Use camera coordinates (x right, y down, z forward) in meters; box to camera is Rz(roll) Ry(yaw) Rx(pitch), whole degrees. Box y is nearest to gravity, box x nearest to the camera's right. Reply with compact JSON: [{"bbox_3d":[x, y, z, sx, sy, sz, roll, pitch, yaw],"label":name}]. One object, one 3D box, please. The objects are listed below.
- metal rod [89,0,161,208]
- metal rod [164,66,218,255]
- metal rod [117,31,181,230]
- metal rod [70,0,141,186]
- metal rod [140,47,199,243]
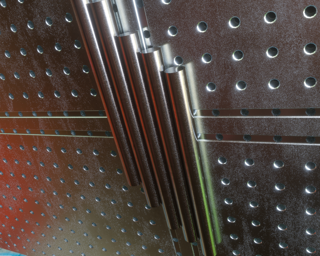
[{"bbox_3d":[-0.038,-0.015,0.419,0.025,0.025,0.298,1,119,27],"label":"metal rod"},{"bbox_3d":[0.048,0.063,0.423,0.025,0.025,0.298,1,119,27],"label":"metal rod"},{"bbox_3d":[-0.007,0.021,0.425,0.025,0.025,0.298,1,119,27],"label":"metal rod"},{"bbox_3d":[-0.068,-0.048,0.415,0.025,0.025,0.298,1,119,27],"label":"metal rod"},{"bbox_3d":[0.020,0.040,0.424,0.025,0.025,0.298,1,119,27],"label":"metal rod"}]
